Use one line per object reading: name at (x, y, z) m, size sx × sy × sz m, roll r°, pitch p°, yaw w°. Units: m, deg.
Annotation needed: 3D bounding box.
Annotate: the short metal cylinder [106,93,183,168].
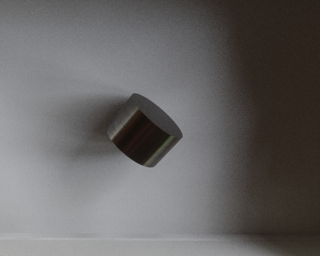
short metal cylinder at (-0.019, 0.002, 0.383) m, size 0.080 × 0.080 × 0.050 m, roll 38°, pitch 105°, yaw -13°
